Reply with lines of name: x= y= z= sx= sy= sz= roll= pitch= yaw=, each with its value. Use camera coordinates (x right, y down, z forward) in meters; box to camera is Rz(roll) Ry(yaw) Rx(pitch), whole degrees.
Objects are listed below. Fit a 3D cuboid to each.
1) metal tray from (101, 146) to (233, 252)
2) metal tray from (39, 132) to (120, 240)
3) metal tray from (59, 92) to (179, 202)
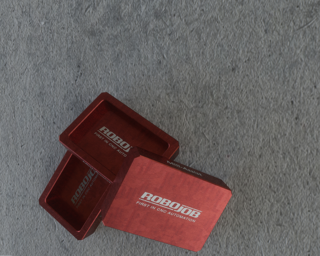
metal tray: x=0.008 y=0.086 z=0.365 sx=0.131 sy=0.030 sz=0.090 roll=23 pitch=100 yaw=-19
metal tray: x=-0.106 y=0.081 z=0.443 sx=0.090 sy=0.030 sz=0.129 roll=36 pitch=101 yaw=16
metal tray: x=-0.052 y=0.022 z=0.402 sx=0.130 sy=0.030 sz=0.090 roll=35 pitch=71 yaw=16
